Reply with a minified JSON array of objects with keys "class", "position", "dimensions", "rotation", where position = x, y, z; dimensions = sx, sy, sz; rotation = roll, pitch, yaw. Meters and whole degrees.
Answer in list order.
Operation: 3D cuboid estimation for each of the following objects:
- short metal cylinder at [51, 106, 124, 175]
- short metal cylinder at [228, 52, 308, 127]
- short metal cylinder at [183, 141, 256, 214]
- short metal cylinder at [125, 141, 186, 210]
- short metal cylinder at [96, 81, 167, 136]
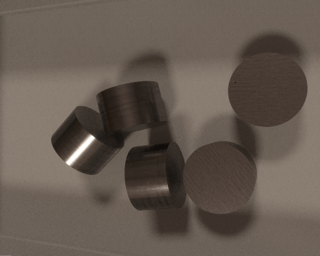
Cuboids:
[{"class":"short metal cylinder","position":[-0.095,0.016,0.413],"dimensions":[0.080,0.080,0.050],"rotation":[47,104,13]},{"class":"short metal cylinder","position":[0.122,-0.041,0.354],"dimensions":[0.080,0.050,0.079],"rotation":[0,90,19]},{"class":"short metal cylinder","position":[0.073,0.057,0.371],"dimensions":[0.080,0.050,0.079],"rotation":[0,90,19]},{"class":"short metal cylinder","position":[-0.002,0.059,0.381],"dimensions":[0.050,0.080,0.080],"rotation":[-9,87,19]},{"class":"short metal cylinder","position":[-0.036,-0.023,0.393],"dimensions":[0.080,0.080,0.050],"rotation":[-15,85,19]}]
